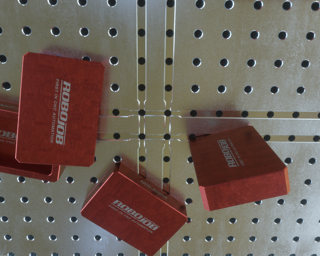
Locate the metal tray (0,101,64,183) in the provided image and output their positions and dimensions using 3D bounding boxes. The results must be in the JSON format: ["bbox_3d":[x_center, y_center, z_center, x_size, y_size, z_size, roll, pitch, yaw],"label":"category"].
[{"bbox_3d":[-0.193,0.016,0.413,0.131,0.030,0.089,12,110,-5],"label":"metal tray"}]

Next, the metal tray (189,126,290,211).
[{"bbox_3d":[0.087,0.042,0.374,0.090,0.130,0.030,-13,110,4],"label":"metal tray"}]

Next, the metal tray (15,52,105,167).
[{"bbox_3d":[-0.121,-0.021,0.379,0.091,0.030,0.129,6,99,-15],"label":"metal tray"}]

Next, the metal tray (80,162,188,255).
[{"bbox_3d":[-0.036,0.121,0.455,0.130,0.030,0.090,36,106,-13],"label":"metal tray"}]
